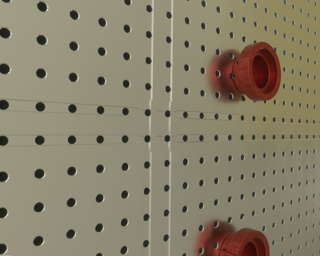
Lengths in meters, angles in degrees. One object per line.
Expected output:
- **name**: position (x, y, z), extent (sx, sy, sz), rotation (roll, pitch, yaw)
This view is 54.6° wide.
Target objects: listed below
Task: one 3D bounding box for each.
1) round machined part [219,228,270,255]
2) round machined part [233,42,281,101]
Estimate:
- **round machined part**: position (0.135, 0.214, 0.510), extent (0.099, 0.042, 0.097), rotation (0, 90, -40)
- **round machined part**: position (0.163, -0.094, 0.532), extent (0.099, 0.042, 0.097), rotation (1, 89, -40)
